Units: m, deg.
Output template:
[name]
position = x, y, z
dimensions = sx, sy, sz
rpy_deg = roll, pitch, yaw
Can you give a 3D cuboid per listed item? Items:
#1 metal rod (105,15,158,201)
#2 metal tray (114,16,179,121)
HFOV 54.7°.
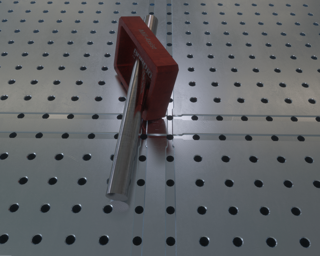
[metal rod]
position = -0.032, -0.049, 0.424
dimensions = 0.025, 0.025, 0.300
rpy_deg = 5, 57, 4
[metal tray]
position = -0.025, -0.085, 0.433
dimensions = 0.030, 0.089, 0.130
rpy_deg = -11, 50, -26
